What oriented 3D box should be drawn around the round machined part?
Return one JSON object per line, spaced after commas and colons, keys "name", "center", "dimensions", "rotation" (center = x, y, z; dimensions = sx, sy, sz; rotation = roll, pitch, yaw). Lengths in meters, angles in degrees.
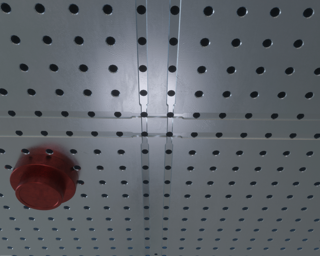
{"name": "round machined part", "center": [-0.179, 0.089, 0.475], "dimensions": [0.099, 0.042, 0.097], "rotation": [0, 130, 0]}
